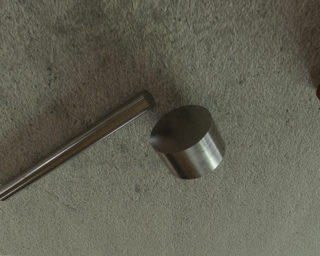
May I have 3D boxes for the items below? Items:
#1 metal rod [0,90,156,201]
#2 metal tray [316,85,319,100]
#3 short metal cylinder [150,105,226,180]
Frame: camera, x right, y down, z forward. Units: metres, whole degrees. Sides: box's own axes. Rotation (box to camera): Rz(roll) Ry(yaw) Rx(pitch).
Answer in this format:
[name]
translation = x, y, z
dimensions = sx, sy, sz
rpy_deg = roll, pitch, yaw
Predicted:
[metal rod]
translation = -0.132, 0.034, 0.434
dimensions = 0.300, 0.025, 0.025
rpy_deg = -31, 124, 23
[metal tray]
translation = 0.220, -0.061, 0.315
dimensions = 0.030, 0.090, 0.129
rpy_deg = 9, 130, -7
[short metal cylinder]
translation = 0.035, 0.017, 0.386
dimensions = 0.080, 0.080, 0.050
rpy_deg = -20, 127, 16
